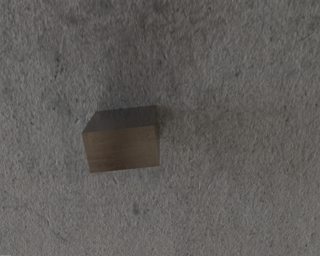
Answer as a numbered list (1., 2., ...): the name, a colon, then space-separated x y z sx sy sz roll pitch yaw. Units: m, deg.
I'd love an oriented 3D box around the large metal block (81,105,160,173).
1. large metal block: -0.043 0.011 0.384 0.080 0.080 0.050 -6 110 2
